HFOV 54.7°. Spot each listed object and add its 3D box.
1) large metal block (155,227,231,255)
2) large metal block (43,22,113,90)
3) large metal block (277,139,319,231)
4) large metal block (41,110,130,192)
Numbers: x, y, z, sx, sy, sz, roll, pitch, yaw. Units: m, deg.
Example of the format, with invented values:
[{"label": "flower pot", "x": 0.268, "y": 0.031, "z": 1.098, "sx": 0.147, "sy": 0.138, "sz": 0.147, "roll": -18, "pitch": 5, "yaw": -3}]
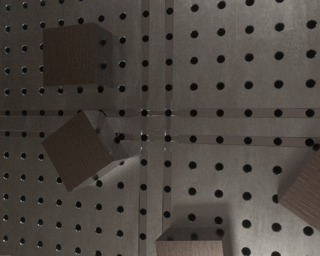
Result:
[{"label": "large metal block", "x": 0.045, "y": 0.171, "z": 0.383, "sx": 0.080, "sy": 0.050, "sz": 0.080, "roll": -8, "pitch": 88, "yaw": 19}, {"label": "large metal block", "x": -0.115, "y": -0.097, "z": 0.439, "sx": 0.080, "sy": 0.050, "sz": 0.079, "roll": 0, "pitch": 90, "yaw": 19}, {"label": "large metal block", "x": 0.186, "y": 0.069, "z": 0.334, "sx": 0.080, "sy": 0.050, "sz": 0.080, "roll": 35, "pitch": 101, "yaw": 16}, {"label": "large metal block", "x": -0.104, "y": 0.031, "z": 0.435, "sx": 0.080, "sy": 0.050, "sz": 0.080, "roll": -35, "pitch": 79, "yaw": 16}]
